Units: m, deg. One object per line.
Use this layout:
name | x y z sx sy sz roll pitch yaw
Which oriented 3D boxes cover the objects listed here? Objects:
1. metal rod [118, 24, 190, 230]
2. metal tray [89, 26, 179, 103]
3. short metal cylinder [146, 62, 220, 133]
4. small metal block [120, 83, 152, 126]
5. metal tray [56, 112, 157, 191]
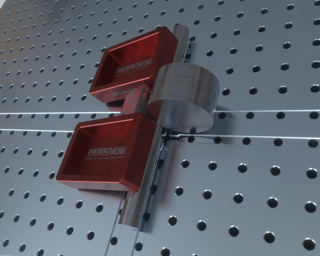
metal rod | -0.001 -0.019 0.415 0.025 0.025 0.300 0 62 28
metal tray | -0.041 -0.091 0.460 0.130 0.030 0.090 -7 58 39
short metal cylinder | 0.028 -0.034 0.375 0.080 0.080 0.050 0 62 28
small metal block | -0.031 -0.026 0.422 0.050 0.025 0.050 -23 45 54
metal tray | -0.072 0.032 0.401 0.130 0.030 0.090 -7 58 39
